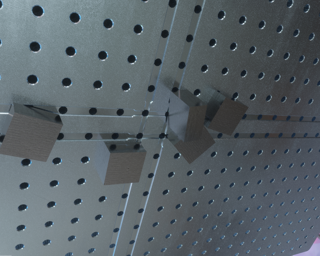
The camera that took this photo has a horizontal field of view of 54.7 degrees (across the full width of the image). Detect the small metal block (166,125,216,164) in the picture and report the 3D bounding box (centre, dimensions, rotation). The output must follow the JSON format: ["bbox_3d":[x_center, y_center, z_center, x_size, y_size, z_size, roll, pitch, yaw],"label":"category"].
[{"bbox_3d":[0.045,0.017,0.448,0.050,0.025,0.050,-40,130,-1],"label":"small metal block"}]

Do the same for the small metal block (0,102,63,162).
[{"bbox_3d":[-0.142,0.006,0.338,0.050,0.025,0.050,17,109,-36],"label":"small metal block"}]

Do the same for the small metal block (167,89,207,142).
[{"bbox_3d":[0.034,-0.017,0.405,0.025,0.050,0.050,-8,122,-25],"label":"small metal block"}]

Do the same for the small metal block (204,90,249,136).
[{"bbox_3d":[0.092,-0.021,0.451,0.050,0.025,0.050,17,109,-35],"label":"small metal block"}]

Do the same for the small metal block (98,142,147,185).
[{"bbox_3d":[-0.051,0.047,0.414,0.050,0.025,0.050,1,118,-29],"label":"small metal block"}]
